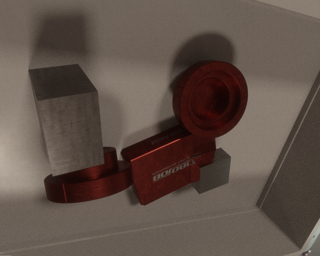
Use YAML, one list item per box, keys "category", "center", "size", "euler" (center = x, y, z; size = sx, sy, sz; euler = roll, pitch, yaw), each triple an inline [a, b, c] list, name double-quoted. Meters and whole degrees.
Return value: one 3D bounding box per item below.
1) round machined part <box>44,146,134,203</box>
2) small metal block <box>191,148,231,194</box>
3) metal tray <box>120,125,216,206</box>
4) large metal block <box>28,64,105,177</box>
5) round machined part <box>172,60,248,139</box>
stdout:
- category: "round machined part"
  center: [-0.082, 0.049, 0.355]
  size: [0.099, 0.098, 0.042]
  euler: [-10, 96, -23]
- category: "small metal block"
  center: [0.073, 0.062, 0.450]
  size: [0.050, 0.025, 0.050]
  euler: [-16, 125, -20]
- category: "metal tray"
  center: [0.018, 0.047, 0.446]
  size: [0.131, 0.030, 0.089]
  euler: [-23, 127, -15]
- category: "large metal block"
  center: [-0.095, -0.012, 0.314]
  size: [0.050, 0.080, 0.079]
  euler: [-13, 123, -22]
- category: "round machined part"
  center: [0.060, -0.039, 0.400]
  size: [0.099, 0.042, 0.097]
  euler: [-7, 109, -21]
